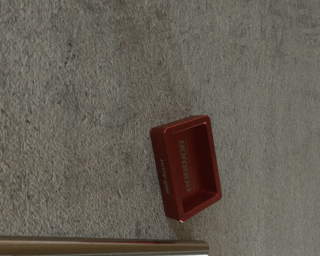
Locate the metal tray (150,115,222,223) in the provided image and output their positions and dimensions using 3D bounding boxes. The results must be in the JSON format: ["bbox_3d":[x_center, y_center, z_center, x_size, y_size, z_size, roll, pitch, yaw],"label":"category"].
[{"bbox_3d":[0.040,0.053,0.437,0.091,0.030,0.129,-17,101,-39],"label":"metal tray"}]

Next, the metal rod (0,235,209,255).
[{"bbox_3d":[-0.048,0.143,0.366,0.302,0.025,0.025,18,79,-39],"label":"metal rod"}]
